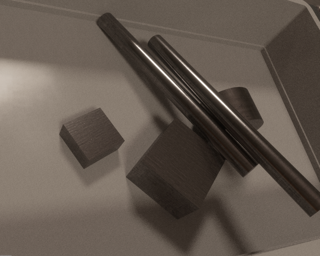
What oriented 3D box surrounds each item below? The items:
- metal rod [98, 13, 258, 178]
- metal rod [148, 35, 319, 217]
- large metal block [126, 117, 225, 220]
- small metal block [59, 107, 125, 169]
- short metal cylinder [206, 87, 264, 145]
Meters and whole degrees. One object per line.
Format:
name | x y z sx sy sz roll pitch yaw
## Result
metal rod | 0.013 -0.056 0.413 0.025 0.025 0.300 -26 66 -37
metal rod | 0.078 -0.021 0.382 0.025 0.025 0.300 -19 57 -36
large metal block | 0.020 0.048 0.373 0.080 0.050 0.080 40 51 -1
small metal block | -0.078 0.011 0.358 0.050 0.025 0.050 -31 79 -38
short metal cylinder | 0.096 -0.014 0.433 0.081 0.080 0.050 -6 65 -31
